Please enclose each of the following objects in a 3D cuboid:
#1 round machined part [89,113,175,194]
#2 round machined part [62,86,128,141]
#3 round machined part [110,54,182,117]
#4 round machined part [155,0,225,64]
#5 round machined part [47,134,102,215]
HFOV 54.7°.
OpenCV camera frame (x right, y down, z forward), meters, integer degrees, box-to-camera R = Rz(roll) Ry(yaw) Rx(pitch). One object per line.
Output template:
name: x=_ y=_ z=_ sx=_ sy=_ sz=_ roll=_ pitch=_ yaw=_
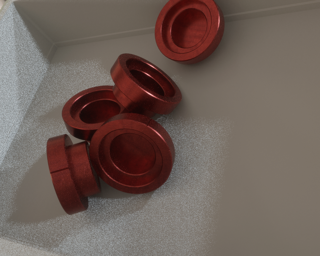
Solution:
round machined part: x=-0.030 y=0.027 z=0.371 sx=0.098 sy=0.098 sz=0.042 roll=-16 pitch=20 yaw=19
round machined part: x=-0.081 y=-0.015 z=0.431 sx=0.099 sy=0.042 sz=0.098 roll=-4 pitch=41 yaw=3
round machined part: x=-0.023 y=-0.051 z=0.409 sx=0.042 sy=0.099 sz=0.098 roll=-51 pitch=46 yaw=27
round machined part: x=0.045 y=-0.139 z=0.441 sx=0.098 sy=0.042 sz=0.097 roll=-2 pitch=86 yaw=30
round machined part: x=-0.103 y=0.054 z=0.385 sx=0.042 sy=0.098 sz=0.098 roll=-16 pitch=52 yaw=-8
